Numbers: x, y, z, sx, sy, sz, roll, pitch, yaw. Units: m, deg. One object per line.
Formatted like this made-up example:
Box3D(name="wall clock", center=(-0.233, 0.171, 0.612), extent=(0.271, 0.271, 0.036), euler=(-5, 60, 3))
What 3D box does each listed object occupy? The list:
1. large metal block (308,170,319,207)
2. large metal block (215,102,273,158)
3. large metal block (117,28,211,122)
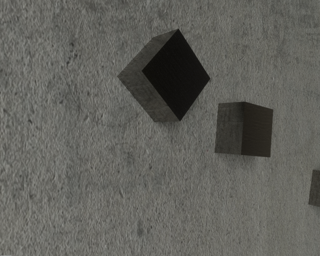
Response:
Box3D(name="large metal block", center=(0.391, 0.146, 0.716), extent=(0.080, 0.050, 0.080), euler=(20, 77, -38))
Box3D(name="large metal block", center=(0.137, 0.004, 0.503), extent=(0.081, 0.050, 0.080), euler=(8, 85, -40))
Box3D(name="large metal block", center=(0.007, -0.064, 0.394), extent=(0.080, 0.050, 0.080), euler=(51, 60, -28))
